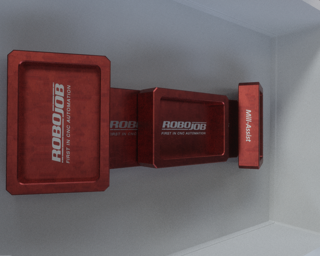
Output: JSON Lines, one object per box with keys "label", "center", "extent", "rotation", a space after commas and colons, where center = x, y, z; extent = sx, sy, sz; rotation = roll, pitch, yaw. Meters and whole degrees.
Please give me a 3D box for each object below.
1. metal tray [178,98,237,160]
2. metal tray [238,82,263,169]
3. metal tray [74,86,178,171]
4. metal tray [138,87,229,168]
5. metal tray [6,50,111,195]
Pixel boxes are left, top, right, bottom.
{"label": "metal tray", "center": [0.065, 0.001, 0.456], "extent": [0.131, 0.030, 0.089], "rotation": [0, 90, -40]}
{"label": "metal tray", "center": [0.148, -0.004, 0.500], "extent": [0.090, 0.030, 0.129], "rotation": [0, 90, -68]}
{"label": "metal tray", "center": [-0.036, 0.000, 0.373], "extent": [0.131, 0.030, 0.089], "rotation": [0, 90, -40]}
{"label": "metal tray", "center": [0.034, 0.000, 0.390], "extent": [0.131, 0.030, 0.089], "rotation": [1, 89, -40]}
{"label": "metal tray", "center": [-0.095, -0.005, 0.298], "extent": [0.091, 0.030, 0.129], "rotation": [1, 90, -15]}
